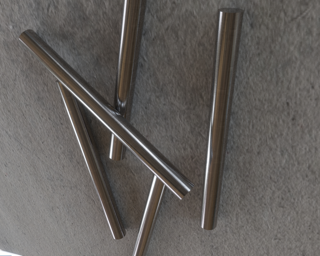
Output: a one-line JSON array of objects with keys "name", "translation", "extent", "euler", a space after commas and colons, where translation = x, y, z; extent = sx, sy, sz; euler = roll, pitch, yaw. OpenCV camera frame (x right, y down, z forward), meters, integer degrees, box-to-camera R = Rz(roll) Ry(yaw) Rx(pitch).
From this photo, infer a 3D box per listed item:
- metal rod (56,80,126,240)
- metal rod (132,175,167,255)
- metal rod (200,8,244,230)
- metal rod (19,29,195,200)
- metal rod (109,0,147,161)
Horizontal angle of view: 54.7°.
[{"name": "metal rod", "translation": [-0.103, 0.062, 0.497], "extent": [0.025, 0.025, 0.298], "euler": [1, 119, 27]}, {"name": "metal rod", "translation": [-0.026, 0.180, 0.530], "extent": [0.025, 0.025, 0.298], "euler": [24, 127, 13]}, {"name": "metal rod", "translation": [0.070, 0.013, 0.377], "extent": [0.025, 0.025, 0.298], "euler": [13, 124, 21]}, {"name": "metal rod", "translation": [-0.074, -0.023, 0.399], "extent": [0.300, 0.025, 0.025], "euler": [43, 129, 10]}, {"name": "metal rod", "translation": [-0.039, -0.078, 0.377], "extent": [0.025, 0.025, 0.298], "euler": [22, 127, 14]}]
